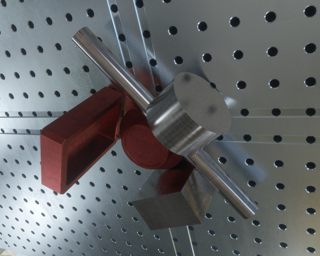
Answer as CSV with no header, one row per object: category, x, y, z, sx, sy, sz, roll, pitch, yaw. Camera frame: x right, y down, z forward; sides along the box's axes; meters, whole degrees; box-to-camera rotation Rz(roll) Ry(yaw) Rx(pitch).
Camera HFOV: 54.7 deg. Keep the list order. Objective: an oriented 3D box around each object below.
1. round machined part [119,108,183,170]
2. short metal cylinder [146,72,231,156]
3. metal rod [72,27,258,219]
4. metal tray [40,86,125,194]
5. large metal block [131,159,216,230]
round machined part,-0.012,0.017,0.415,0.098,0.042,0.097,13,124,20
short metal cylinder,0.032,-0.015,0.347,0.080,0.080,0.050,45,129,-3
metal rod,0.009,-0.003,0.376,0.300,0.025,0.025,46,129,-5
metal tray,-0.096,0.012,0.400,0.030,0.131,0.089,25,127,13
large metal block,0.023,0.086,0.415,0.080,0.080,0.050,-21,108,35
